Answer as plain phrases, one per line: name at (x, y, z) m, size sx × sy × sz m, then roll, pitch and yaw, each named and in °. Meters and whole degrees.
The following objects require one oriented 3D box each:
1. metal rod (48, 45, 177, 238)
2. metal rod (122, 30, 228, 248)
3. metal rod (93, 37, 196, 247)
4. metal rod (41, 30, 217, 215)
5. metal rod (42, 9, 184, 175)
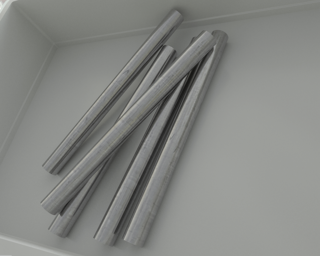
metal rod at (-0.058, 0.008, 0.431) m, size 0.025 × 0.025 × 0.300 m, roll 19°, pitch 72°, yaw 35°
metal rod at (0.027, -0.002, 0.392) m, size 0.025 × 0.025 × 0.300 m, roll 11°, pitch 67°, yaw 33°
metal rod at (-0.004, 0.004, 0.405) m, size 0.025 × 0.025 × 0.300 m, roll 13°, pitch 68°, yaw 33°
metal rod at (-0.036, -0.010, 0.397) m, size 0.300 × 0.025 × 0.025 m, roll -47°, pitch 51°, yaw -5°
metal rod at (-0.068, -0.055, 0.461) m, size 0.025 × 0.025 × 0.300 m, roll 37°, pitch 86°, yaw 38°
